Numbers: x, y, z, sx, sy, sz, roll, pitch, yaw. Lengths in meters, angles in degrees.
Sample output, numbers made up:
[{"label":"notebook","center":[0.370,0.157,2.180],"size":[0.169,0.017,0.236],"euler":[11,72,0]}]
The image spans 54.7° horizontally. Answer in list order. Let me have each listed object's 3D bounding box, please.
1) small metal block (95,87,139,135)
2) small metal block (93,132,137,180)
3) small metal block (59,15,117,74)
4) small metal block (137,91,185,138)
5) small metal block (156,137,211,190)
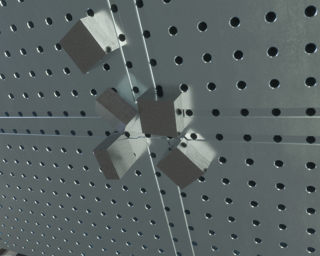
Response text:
[{"label":"small metal block","center":[-0.058,-0.021,0.413],"size":[0.050,0.025,0.050],"euler":[40,160,1]},{"label":"small metal block","center":[-0.064,0.040,0.452],"size":[0.025,0.050,0.050],"euler":[-7,115,31]},{"label":"small metal block","center":[-0.092,-0.105,0.393],"size":[0.050,0.025,0.050],"euler":[-29,103,37]},{"label":"small metal block","center":[0.002,-0.018,0.398],"size":[0.050,0.025,0.050],"euler":[6,121,24]},{"label":"small metal block","center":[0.031,0.049,0.424],"size":[0.050,0.025,0.050],"euler":[43,129,-2]}]
